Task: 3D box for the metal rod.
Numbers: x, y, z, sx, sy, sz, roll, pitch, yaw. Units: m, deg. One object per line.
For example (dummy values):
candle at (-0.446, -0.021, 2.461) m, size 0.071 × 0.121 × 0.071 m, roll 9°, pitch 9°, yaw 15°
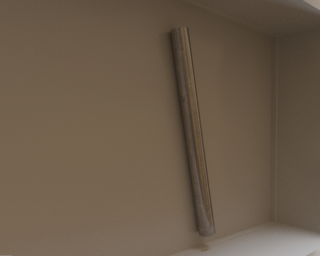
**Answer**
metal rod at (0.049, 0.011, 0.446) m, size 0.025 × 0.025 × 0.298 m, roll -14°, pitch 99°, yaw -39°
